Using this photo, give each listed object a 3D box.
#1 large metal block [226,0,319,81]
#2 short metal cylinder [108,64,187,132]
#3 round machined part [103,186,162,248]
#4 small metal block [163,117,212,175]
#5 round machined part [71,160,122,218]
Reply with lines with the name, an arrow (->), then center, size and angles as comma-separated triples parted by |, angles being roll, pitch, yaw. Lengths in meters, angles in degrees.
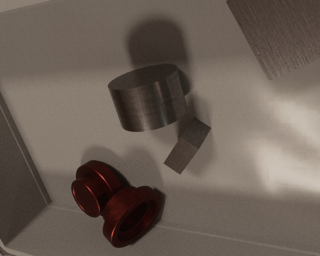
large metal block -> 0.118, -0.100, 0.269 | 0.080, 0.050, 0.080 | -24, 106, 36
short metal cylinder -> -0.013, -0.037, 0.356 | 0.080, 0.080, 0.050 | -2, 118, 29
round machined part -> -0.047, 0.127, 0.468 | 0.042, 0.099, 0.097 | 35, 132, 33
small metal block -> 0.035, 0.022, 0.387 | 0.025, 0.050, 0.050 | 34, 129, 6
round machined part -> -0.105, 0.105, 0.501 | 0.098, 0.042, 0.097 | 21, 126, 33
